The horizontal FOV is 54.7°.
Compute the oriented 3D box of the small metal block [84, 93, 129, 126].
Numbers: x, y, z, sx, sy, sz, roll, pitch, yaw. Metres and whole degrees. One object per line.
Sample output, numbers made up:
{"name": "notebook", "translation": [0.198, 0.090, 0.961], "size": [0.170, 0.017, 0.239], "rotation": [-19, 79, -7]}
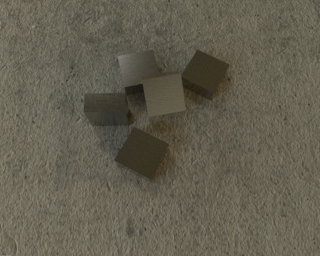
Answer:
{"name": "small metal block", "translation": [-0.068, -0.023, 0.403], "size": [0.050, 0.050, 0.025], "rotation": [-1, 70, -1]}

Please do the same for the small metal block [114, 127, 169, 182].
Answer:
{"name": "small metal block", "translation": [-0.022, 0.034, 0.395], "size": [0.050, 0.025, 0.050], "rotation": [26, 72, 9]}

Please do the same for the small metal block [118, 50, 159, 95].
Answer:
{"name": "small metal block", "translation": [-0.029, -0.078, 0.436], "size": [0.050, 0.025, 0.050], "rotation": [-12, 70, -5]}

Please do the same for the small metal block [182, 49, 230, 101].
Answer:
{"name": "small metal block", "translation": [0.062, -0.075, 0.436], "size": [0.050, 0.025, 0.050], "rotation": [28, 72, 10]}

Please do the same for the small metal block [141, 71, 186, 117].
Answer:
{"name": "small metal block", "translation": [0.004, -0.046, 0.411], "size": [0.050, 0.025, 0.050], "rotation": [-10, 109, -4]}
